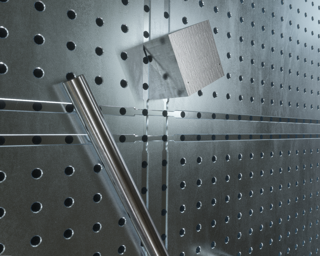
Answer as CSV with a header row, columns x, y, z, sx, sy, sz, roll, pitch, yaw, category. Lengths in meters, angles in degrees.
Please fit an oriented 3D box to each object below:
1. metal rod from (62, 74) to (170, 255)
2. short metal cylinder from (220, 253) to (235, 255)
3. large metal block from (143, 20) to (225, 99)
x,y,z,sx,sy,sz,roll,pitch,yaw,category
-0.039,0.078,0.378,0.025,0.025,0.299,-36,112,-35,metal rod
0.120,0.250,0.498,0.081,0.050,0.079,0,90,-40,short metal cylinder
0.035,-0.093,0.424,0.081,0.050,0.080,-32,110,-36,large metal block
